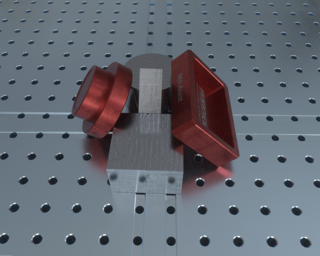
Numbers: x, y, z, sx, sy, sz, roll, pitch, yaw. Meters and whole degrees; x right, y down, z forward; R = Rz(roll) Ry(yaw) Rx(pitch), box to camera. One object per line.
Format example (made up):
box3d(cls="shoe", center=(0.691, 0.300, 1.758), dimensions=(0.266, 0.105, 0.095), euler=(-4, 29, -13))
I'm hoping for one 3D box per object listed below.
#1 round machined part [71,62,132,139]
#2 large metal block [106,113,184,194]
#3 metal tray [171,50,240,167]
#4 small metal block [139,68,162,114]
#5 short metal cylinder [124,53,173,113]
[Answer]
box3d(cls="round machined part", center=(-0.077, -0.039, 0.387), dimensions=(0.042, 0.098, 0.098), euler=(24, 45, -24))
box3d(cls="large metal block", center=(-0.014, 0.029, 0.366), dimensions=(0.080, 0.050, 0.080), euler=(2, 50, 1))
box3d(cls="metal tray", center=(0.055, -0.027, 0.390), dimensions=(0.030, 0.090, 0.130), euler=(-30, 40, 32))
box3d(cls="small metal block", center=(-0.012, -0.043, 0.372), dimensions=(0.025, 0.050, 0.050), euler=(2, 92, -2))
box3d(cls="short metal cylinder", center=(-0.011, -0.062, 0.442), dimensions=(0.080, 0.050, 0.080), euler=(0, 50, 0))
